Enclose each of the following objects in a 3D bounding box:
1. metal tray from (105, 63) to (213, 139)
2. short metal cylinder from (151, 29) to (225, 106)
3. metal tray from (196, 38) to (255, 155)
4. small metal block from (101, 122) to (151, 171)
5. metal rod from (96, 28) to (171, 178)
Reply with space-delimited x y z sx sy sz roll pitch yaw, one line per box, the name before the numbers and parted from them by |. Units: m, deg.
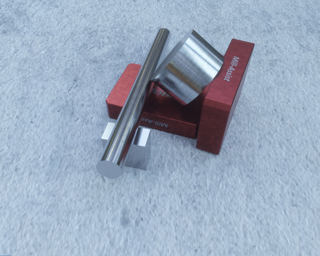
metal tray | 0.002 -0.041 0.435 0.131 0.030 0.090 14 51 11
short metal cylinder | 0.033 -0.075 0.384 0.050 0.080 0.080 38 53 -12
metal tray | 0.085 -0.042 0.399 0.030 0.089 0.130 18 52 14
small metal block | -0.038 0.023 0.369 0.050 0.050 0.025 10 51 8
metal rod | -0.021 -0.057 0.402 0.025 0.025 0.300 8 41 6
